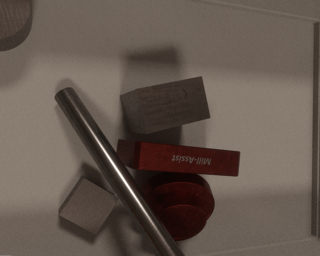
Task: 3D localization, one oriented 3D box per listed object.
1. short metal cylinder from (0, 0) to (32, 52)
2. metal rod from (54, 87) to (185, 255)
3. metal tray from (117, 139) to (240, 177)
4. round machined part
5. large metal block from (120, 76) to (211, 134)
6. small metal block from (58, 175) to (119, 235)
[{"bbox_3d":[-0.181,-0.127,0.330,0.081,0.050,0.079,0,90,-21],"label":"short metal cylinder"},{"bbox_3d":[-0.029,0.077,0.334,0.025,0.025,0.299,-32,75,-18],"label":"metal rod"},{"bbox_3d":[0.020,0.036,0.384,0.131,0.090,0.030,7,87,-20],"label":"metal tray"},{"bbox_3d":[0.020,0.103,0.384,0.099,0.042,0.097,-4,125,-5],"label":"round machined part"},{"bbox_3d":[0.003,-0.027,0.383,0.081,0.080,0.050,-14,95,-20],"label":"large metal block"},{"bbox_3d":[-0.087,0.093,0.379,0.050,0.025,0.050,36,78,-17],"label":"small metal block"}]
